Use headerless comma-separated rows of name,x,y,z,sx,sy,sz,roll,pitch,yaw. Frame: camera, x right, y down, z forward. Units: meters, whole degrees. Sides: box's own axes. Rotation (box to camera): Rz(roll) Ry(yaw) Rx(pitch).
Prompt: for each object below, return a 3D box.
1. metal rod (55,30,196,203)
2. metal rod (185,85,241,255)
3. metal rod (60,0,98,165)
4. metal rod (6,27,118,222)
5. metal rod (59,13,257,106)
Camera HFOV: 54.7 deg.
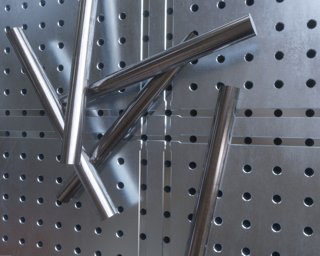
metal rod,-0.048,-0.007,0.428,0.025,0.025,0.299,45,103,14
metal rod,0.058,0.096,0.391,0.025,0.025,0.298,13,94,19
metal rod,-0.105,-0.100,0.420,0.025,0.025,0.298,0,79,19
metal rod,-0.139,-0.011,0.431,0.025,0.025,0.299,-32,81,17
metal rod,-0.028,-0.071,0.399,0.300,0.025,0.025,-17,84,27
